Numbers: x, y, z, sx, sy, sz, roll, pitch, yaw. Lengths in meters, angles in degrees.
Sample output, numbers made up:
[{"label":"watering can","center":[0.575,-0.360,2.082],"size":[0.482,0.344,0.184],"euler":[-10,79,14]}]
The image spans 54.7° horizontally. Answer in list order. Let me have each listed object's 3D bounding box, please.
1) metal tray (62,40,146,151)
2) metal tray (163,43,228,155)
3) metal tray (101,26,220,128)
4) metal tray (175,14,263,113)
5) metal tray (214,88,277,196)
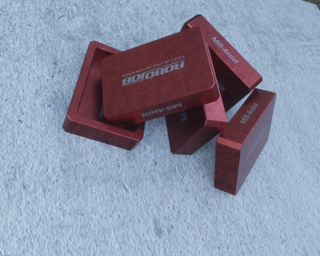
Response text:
[{"label":"metal tray","center":[-0.062,-0.044,0.397],"size":[0.091,0.030,0.130],"euler":[18,54,-18]},{"label":"metal tray","center":[0.038,-0.040,0.411],"size":[0.030,0.090,0.130],"euler":[6,60,-26]},{"label":"metal tray","center":[-0.004,-0.059,0.368],"size":[0.130,0.030,0.090],"euler":[-15,62,13]},{"label":"metal tray","center":[0.076,-0.091,0.459],"size":[0.030,0.090,0.130],"euler":[-41,85,-25]},{"label":"metal tray","center":[0.116,0.016,0.418],"size":[0.030,0.089,0.131],"euler":[20,45,28]}]
